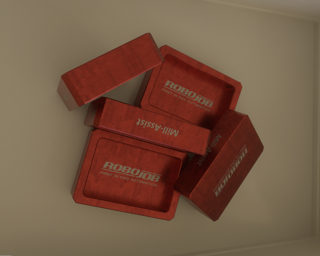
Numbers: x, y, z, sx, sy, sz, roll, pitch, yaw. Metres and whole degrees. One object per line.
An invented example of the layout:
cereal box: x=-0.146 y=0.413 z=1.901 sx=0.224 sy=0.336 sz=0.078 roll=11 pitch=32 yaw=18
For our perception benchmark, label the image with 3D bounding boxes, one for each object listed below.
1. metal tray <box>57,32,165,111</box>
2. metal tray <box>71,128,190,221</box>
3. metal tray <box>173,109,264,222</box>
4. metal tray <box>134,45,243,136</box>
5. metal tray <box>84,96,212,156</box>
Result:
metal tray: x=-0.060 y=-0.054 z=0.330 sx=0.091 sy=0.130 sz=0.030 roll=-31 pitch=101 yaw=-17
metal tray: x=-0.035 y=0.059 z=0.393 sx=0.131 sy=0.030 sz=0.090 roll=17 pitch=84 yaw=-20
metal tray: x=0.084 y=0.051 z=0.417 sx=0.130 sy=0.030 sz=0.090 roll=-53 pitch=135 yaw=-12
metal tray: x=0.040 y=-0.043 z=0.422 sx=0.131 sy=0.030 sz=0.090 roll=22 pitch=83 yaw=-19
metal tray: x=-0.018 y=0.000 z=0.367 sx=0.131 sy=0.090 sz=0.030 roll=17 pitch=85 yaw=-20
